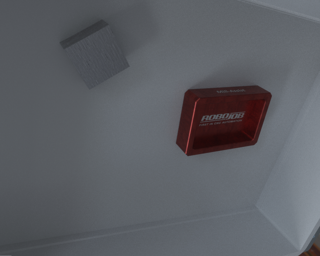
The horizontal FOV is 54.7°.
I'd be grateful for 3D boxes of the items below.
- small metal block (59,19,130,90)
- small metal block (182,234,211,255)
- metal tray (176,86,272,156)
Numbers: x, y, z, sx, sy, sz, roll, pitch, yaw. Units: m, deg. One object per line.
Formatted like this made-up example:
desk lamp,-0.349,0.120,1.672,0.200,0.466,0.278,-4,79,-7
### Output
small metal block,-0.068,-0.077,0.325,0.050,0.025,0.050,-32,129,-8
small metal block,0.070,0.240,0.601,0.050,0.025,0.050,-15,125,-20
metal tray,0.093,-0.012,0.450,0.131,0.030,0.089,-7,122,-26
